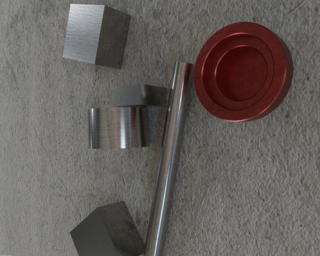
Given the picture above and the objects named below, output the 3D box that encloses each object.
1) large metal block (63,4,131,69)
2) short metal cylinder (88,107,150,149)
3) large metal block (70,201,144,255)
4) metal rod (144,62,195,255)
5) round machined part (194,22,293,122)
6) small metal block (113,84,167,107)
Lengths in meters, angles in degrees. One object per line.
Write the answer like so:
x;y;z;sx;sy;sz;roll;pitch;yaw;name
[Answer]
-0.096;-0.137;0.465;0.080;0.050;0.079;20;102;38;large metal block
-0.055;0.001;0.412;0.080;0.081;0.050;-3;88;39;short metal cylinder
-0.076;0.165;0.449;0.080;0.050;0.080;-44;64;30;large metal block
0.007;0.067;0.397;0.025;0.025;0.298;15;99;38;metal rod
0.087;-0.055;0.321;0.098;0.042;0.097;0;90;39;round machined part
-0.026;-0.041;0.409;0.050;0.050;0.025;-1;90;39;small metal block
